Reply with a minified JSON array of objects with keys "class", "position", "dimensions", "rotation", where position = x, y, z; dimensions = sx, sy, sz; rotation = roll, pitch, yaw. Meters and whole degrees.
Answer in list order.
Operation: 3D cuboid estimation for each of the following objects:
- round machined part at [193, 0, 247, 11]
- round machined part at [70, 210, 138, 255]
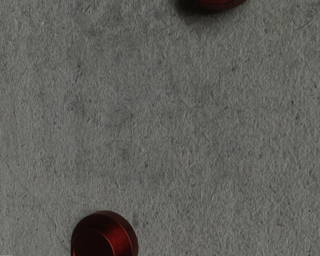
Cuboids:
[{"class":"round machined part","position":[0.077,-0.190,0.373],"dimensions":[0.098,0.042,0.097],"rotation":[0,90,20]},{"class":"round machined part","position":[-0.083,0.168,0.429],"dimensions":[0.098,0.042,0.097],"rotation":[0,90,20]}]
